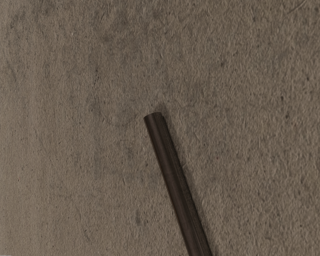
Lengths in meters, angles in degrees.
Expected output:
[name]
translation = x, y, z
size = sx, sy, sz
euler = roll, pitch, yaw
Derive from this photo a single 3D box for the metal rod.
[metal rod]
translation = 0.037, 0.121, 0.372
size = 0.025, 0.025, 0.299
euler = -30, 72, 36
